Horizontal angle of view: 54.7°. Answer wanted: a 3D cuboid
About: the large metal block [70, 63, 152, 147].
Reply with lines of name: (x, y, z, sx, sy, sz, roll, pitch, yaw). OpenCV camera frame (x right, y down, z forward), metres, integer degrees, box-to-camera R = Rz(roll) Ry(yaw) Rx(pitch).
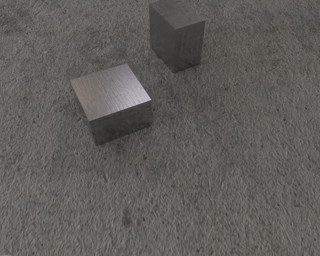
large metal block: (-0.064, -0.033, 0.414, 0.081, 0.050, 0.080, -21, 53, -17)

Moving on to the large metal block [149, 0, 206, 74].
large metal block: (0.024, -0.148, 0.492, 0.050, 0.080, 0.080, -23, 54, -18)
